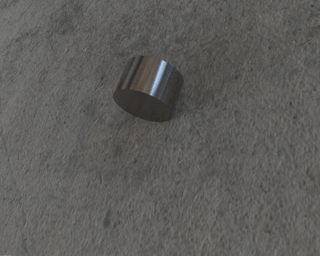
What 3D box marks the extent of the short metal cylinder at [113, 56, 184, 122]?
[{"bbox_3d":[-0.014,-0.049,0.405,0.080,0.080,0.050,6,65,30],"label":"short metal cylinder"}]
